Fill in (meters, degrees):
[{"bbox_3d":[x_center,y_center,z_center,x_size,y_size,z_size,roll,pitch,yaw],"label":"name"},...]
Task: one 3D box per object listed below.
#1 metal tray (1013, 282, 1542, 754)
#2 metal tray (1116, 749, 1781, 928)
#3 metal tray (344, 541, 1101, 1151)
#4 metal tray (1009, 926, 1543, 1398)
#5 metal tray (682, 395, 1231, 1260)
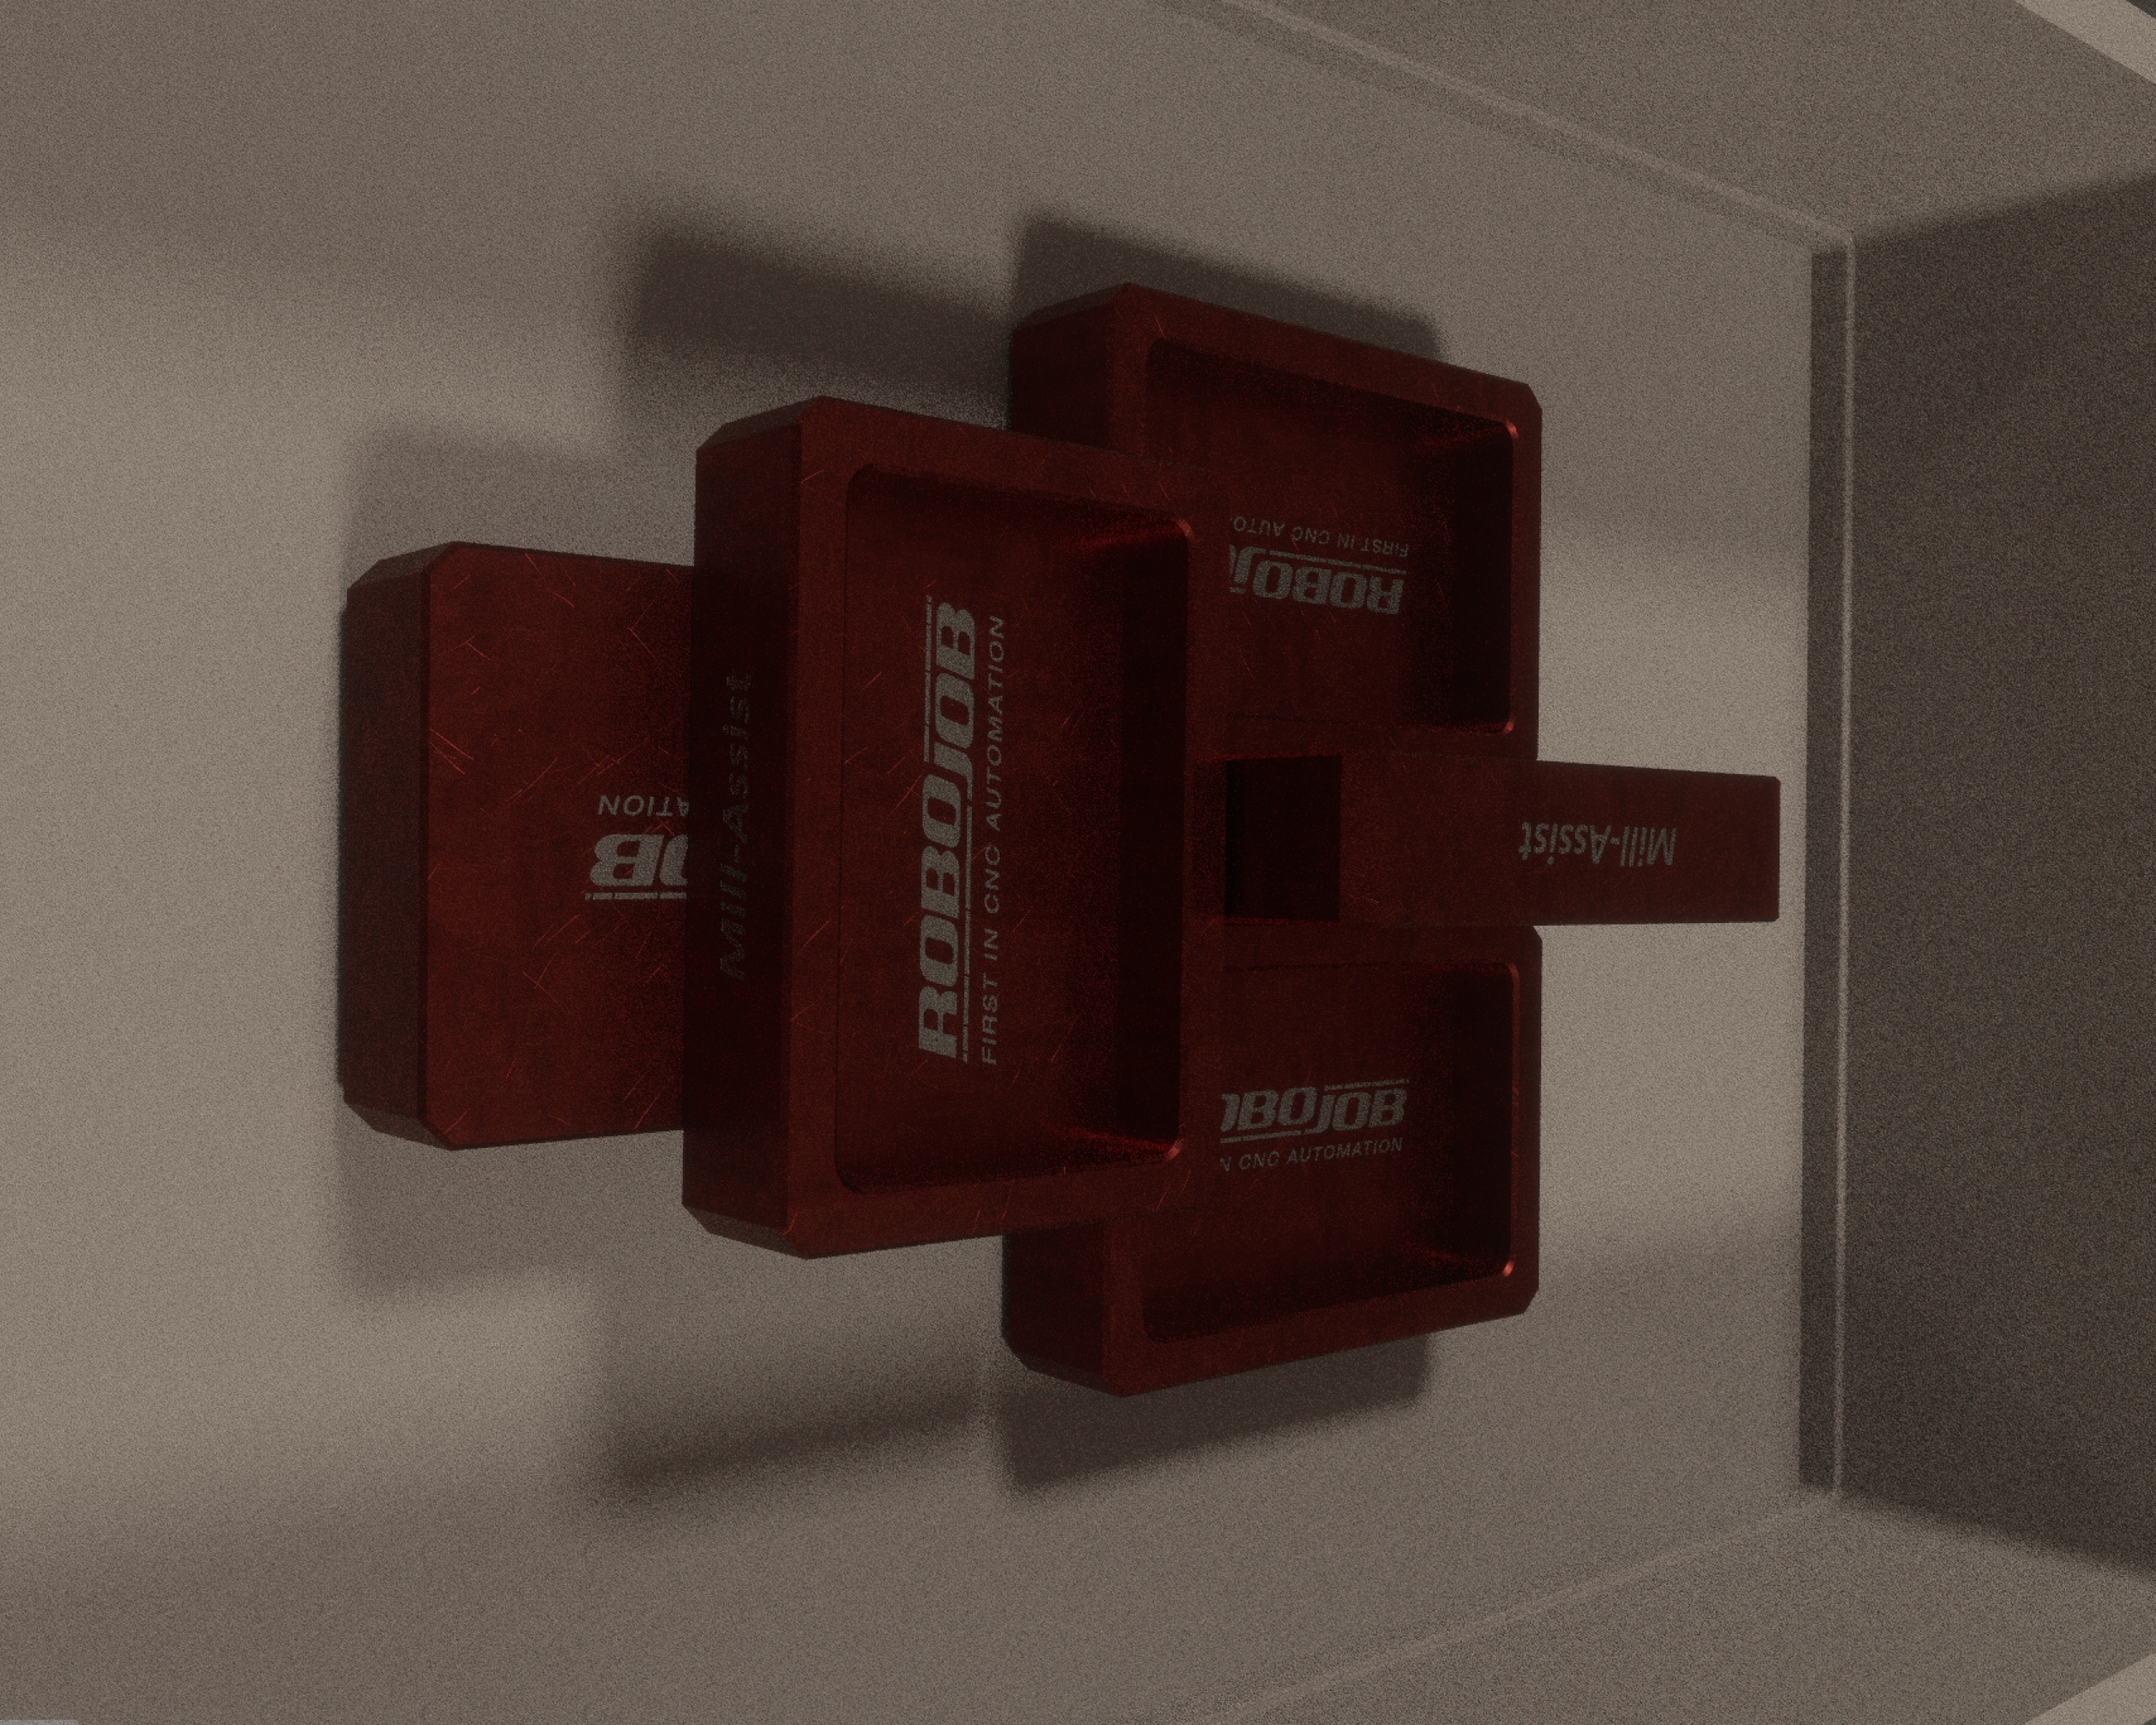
[{"bbox_3d":[0.046,-0.064,0.442,0.131,0.030,0.089,1,90,-40],"label":"metal tray"},{"bbox_3d":[0.068,-0.004,0.420,0.131,0.090,0.030,1,90,-40],"label":"metal tray"},{"bbox_3d":[-0.055,-0.002,0.355,0.131,0.030,0.089,0,90,-40],"label":"metal tray"},{"bbox_3d":[0.046,0.056,0.442,0.131,0.030,0.089,1,90,-40],"label":"metal tray"},{"bbox_3d":[-0.018,-0.005,0.348,0.091,0.030,0.129,1,89,-40],"label":"metal tray"}]
